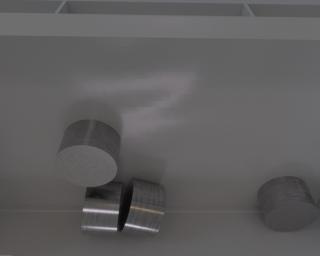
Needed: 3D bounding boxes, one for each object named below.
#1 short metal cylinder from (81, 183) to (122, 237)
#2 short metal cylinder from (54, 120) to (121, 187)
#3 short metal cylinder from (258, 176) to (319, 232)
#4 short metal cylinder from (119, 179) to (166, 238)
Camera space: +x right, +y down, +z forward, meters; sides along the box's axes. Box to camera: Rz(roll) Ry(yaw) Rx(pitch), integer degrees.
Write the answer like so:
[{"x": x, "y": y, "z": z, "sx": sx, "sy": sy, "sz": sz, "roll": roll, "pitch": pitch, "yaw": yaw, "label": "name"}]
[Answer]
[{"x": -0.088, "y": 0.124, "z": 0.477, "sx": 0.050, "sy": 0.080, "sz": 0.079, "roll": 6, "pitch": 130, "yaw": -5, "label": "short metal cylinder"}, {"x": -0.096, "y": 0.035, "z": 0.421, "sx": 0.081, "sy": 0.050, "sz": 0.079, "roll": 0, "pitch": 130, "yaw": 0, "label": "short metal cylinder"}, {"x": 0.204, "y": 0.123, "z": 0.499, "sx": 0.081, "sy": 0.050, "sz": 0.079, "roll": 0, "pitch": 130, "yaw": 0, "label": "short metal cylinder"}, {"x": -0.029, "y": 0.123, "z": 0.478, "sx": 0.050, "sy": 0.080, "sz": 0.079, "roll": 15, "pitch": 128, "yaw": -13, "label": "short metal cylinder"}]
